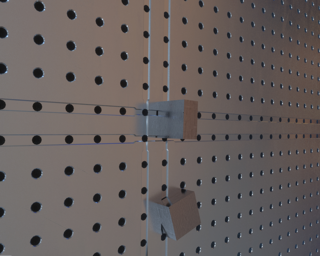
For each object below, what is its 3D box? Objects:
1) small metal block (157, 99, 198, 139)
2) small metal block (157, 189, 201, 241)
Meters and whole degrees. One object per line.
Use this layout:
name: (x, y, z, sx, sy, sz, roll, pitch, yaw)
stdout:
small metal block: (0.023, -0.011, 0.414, 0.025, 0.050, 0.050, 3, 88, -40)
small metal block: (0.027, 0.120, 0.435, 0.050, 0.025, 0.050, -21, 104, -38)
